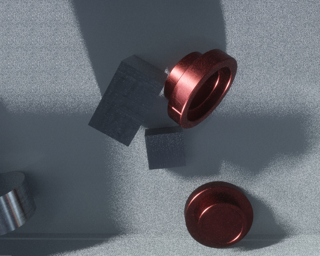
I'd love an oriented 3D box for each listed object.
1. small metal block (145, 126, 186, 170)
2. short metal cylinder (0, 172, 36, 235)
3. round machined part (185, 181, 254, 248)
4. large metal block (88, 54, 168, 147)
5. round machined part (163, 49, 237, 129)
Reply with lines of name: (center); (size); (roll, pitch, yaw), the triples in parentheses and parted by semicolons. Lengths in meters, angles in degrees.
small metal block: (0.008, 0.027, 0.421); (0.050, 0.025, 0.050); (-6, 110, 2)
short metal cylinder: (-0.216, 0.101, 0.416); (0.080, 0.080, 0.050); (-10, 110, 3)
round machined part: (0.086, 0.130, 0.445); (0.099, 0.042, 0.097); (0, 102, -1)
large metal block: (-0.034, -0.036, 0.366); (0.050, 0.080, 0.080); (30, 107, -6)
round machined part: (0.043, -0.050, 0.365); (0.042, 0.099, 0.098); (41, 108, 23)
